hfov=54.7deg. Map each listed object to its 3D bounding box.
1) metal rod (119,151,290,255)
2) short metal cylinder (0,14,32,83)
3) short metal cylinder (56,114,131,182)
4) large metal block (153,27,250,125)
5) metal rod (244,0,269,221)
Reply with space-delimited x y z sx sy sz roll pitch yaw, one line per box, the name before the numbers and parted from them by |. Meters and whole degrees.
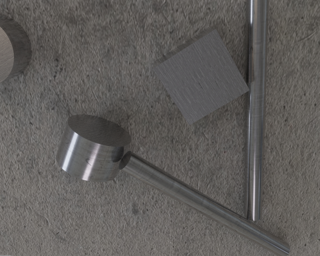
metal rod | 0.075 0.113 0.423 0.301 0.025 0.025 33 107 -23
short metal cylinder | -0.200 -0.092 0.361 0.081 0.050 0.079 0 110 0
short metal cylinder | -0.083 0.024 0.388 0.080 0.080 0.050 21 109 -8
large metal block | 0.047 -0.063 0.374 0.080 0.050 0.080 -31 108 10
metal rod | 0.125 -0.010 0.407 0.025 0.025 0.298 -5 110 1
